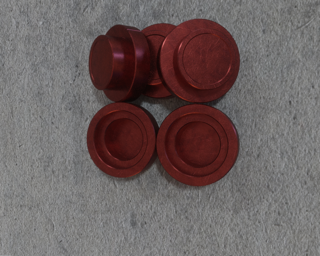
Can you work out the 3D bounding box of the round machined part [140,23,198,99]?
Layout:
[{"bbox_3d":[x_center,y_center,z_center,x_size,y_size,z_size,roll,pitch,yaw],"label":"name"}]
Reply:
[{"bbox_3d":[-0.002,-0.087,0.400,0.098,0.042,0.097,0,90,19],"label":"round machined part"}]

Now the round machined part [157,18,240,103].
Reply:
[{"bbox_3d":[0.048,-0.078,0.360,0.099,0.042,0.097,-1,96,-12],"label":"round machined part"}]

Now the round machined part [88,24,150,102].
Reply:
[{"bbox_3d":[-0.058,-0.082,0.395,0.098,0.042,0.097,7,99,52],"label":"round machined part"}]

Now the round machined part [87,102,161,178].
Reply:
[{"bbox_3d":[-0.045,0.015,0.416,0.098,0.042,0.097,0,90,19],"label":"round machined part"}]

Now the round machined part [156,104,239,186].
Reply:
[{"bbox_3d":[0.048,0.020,0.383,0.098,0.042,0.097,0,90,19],"label":"round machined part"}]
